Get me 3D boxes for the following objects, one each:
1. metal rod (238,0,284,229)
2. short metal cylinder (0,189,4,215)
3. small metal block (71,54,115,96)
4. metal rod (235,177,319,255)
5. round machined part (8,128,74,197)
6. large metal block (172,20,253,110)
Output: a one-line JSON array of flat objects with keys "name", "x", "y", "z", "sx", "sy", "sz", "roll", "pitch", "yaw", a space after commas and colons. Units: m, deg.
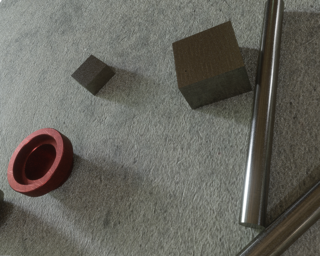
[{"name": "metal rod", "x": 0.123, "y": -0.037, "z": 0.361, "sx": 0.025, "sy": 0.025, "sz": 0.300, "roll": 0, "pitch": 62, "yaw": 28}, {"name": "short metal cylinder", "x": -0.269, "y": 0.115, "z": 0.437, "sx": 0.080, "sy": 0.080, "sz": 0.050, "roll": -17, "pitch": 55, "yaw": 18}, {"name": "small metal block", "x": -0.111, "y": -0.088, "z": 0.515, "sx": 0.050, "sy": 0.025, "sz": 0.050, "roll": -48, "pitch": 52, "yaw": -6}, {"name": "metal rod", "x": 0.103, "y": 0.105, "z": 0.285, "sx": 0.300, "sy": 0.025, "sz": 0.025, "roll": -42, "pitch": 51, "yaw": -2}, {"name": "round machined part", "x": -0.165, "y": 0.052, "z": 0.445, "sx": 0.098, "sy": 0.042, "sz": 0.098, "roll": -13, "pitch": 56, "yaw": 20}, {"name": "large metal block", "x": 0.066, "y": -0.080, "z": 0.402, "sx": 0.080, "sy": 0.050, "sz": 0.080, "roll": -17, "pitch": 55, "yaw": 18}]
